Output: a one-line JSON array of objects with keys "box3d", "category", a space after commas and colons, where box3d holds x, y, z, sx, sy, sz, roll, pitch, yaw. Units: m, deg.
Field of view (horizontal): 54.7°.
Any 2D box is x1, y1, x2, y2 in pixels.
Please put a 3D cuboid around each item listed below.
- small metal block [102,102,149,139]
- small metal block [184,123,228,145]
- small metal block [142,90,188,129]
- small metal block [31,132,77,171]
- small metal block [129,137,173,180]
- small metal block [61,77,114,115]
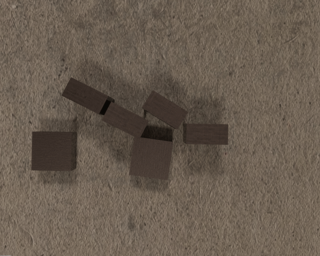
[{"box3d": [-0.045, -0.011, 0.394, 0.050, 0.050, 0.025, 27, 90, -9], "category": "small metal block"}, {"box3d": [0.057, 0.007, 0.398, 0.050, 0.050, 0.025, 1, 90, -1], "category": "small metal block"}, {"box3d": [0.006, -0.022, 0.398, 0.050, 0.050, 0.025, 32, 90, -1], "category": "small metal block"}, {"box3d": [-0.139, 0.030, 0.408, 0.050, 0.025, 0.050, 1, 90, -1], "category": "small metal block"}, {"box3d": [-0.012, 0.039, 0.410, 0.050, 0.025, 0.050, 8, 90, -1], "category": "small metal block"}, {"box3d": [-0.090, -0.039, 0.396, 0.050, 0.050, 0.025, 27, 90, 0], "category": "small metal block"}]
